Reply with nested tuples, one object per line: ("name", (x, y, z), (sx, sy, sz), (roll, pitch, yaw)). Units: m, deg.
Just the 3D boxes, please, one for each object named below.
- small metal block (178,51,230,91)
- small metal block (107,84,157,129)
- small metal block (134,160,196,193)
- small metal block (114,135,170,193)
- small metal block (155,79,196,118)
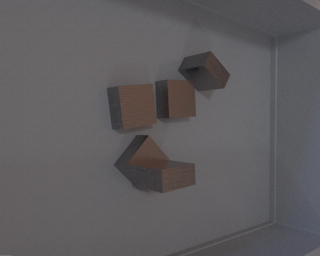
("small metal block", (0.063, -0.079, 0.443), (0.050, 0.050, 0.025), (40, 66, -33))
("small metal block", (-0.034, -0.027, 0.378), (0.050, 0.025, 0.050), (-11, 97, -39))
("small metal block", (0.006, 0.055, 0.362), (0.050, 0.050, 0.025), (-5, 93, -40))
("small metal block", (-0.021, 0.044, 0.389), (0.050, 0.025, 0.050), (51, 60, -28))
("small metal block", (0.022, -0.039, 0.425), (0.050, 0.025, 0.050), (-5, 93, -40))
